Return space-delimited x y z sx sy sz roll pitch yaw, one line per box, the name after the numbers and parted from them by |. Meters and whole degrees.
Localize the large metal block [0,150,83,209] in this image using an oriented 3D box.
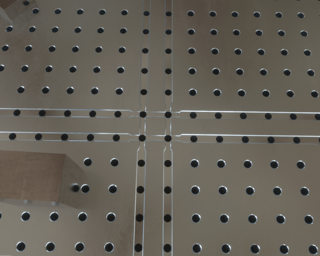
-0.142 0.062 0.358 0.081 0.080 0.050 3 70 1 | large metal block

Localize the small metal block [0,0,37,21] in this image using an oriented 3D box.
-0.233 -0.205 0.484 0.050 0.025 0.050 42 75 13 | small metal block
